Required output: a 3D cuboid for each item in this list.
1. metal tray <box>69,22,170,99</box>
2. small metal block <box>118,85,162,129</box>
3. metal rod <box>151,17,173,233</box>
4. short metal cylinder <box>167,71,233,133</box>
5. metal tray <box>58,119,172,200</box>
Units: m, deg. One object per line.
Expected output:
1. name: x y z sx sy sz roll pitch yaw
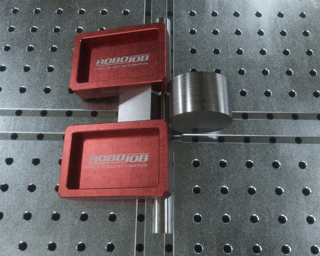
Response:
1. metal tray: -0.053 -0.091 0.423 0.131 0.030 0.090 -4 70 11
2. small metal block: -0.026 -0.024 0.405 0.050 0.025 0.050 -11 67 29
3. metal rod: 0.003 -0.018 0.414 0.025 0.025 0.299 0 70 0
4. short metal cylinder: 0.049 -0.029 0.390 0.081 0.080 0.050 0 70 0
5. metal tray: -0.052 0.040 0.376 0.131 0.030 0.090 -4 70 11
